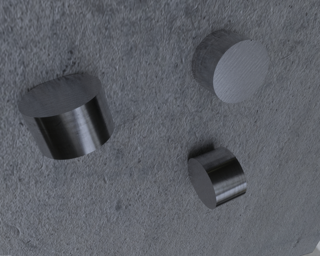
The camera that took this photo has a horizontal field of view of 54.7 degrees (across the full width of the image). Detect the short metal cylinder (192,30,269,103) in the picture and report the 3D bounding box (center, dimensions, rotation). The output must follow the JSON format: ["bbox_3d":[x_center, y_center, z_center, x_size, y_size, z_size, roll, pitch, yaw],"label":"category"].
[{"bbox_3d":[0.087,-0.078,0.390,0.081,0.050,0.079,-14,124,-21],"label":"short metal cylinder"}]

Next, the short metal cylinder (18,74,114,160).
[{"bbox_3d":[-0.092,-0.013,0.313,0.081,0.080,0.050,-22,127,-15],"label":"short metal cylinder"}]

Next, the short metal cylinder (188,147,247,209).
[{"bbox_3d":[0.083,0.074,0.462,0.050,0.080,0.079,-20,126,-17],"label":"short metal cylinder"}]
